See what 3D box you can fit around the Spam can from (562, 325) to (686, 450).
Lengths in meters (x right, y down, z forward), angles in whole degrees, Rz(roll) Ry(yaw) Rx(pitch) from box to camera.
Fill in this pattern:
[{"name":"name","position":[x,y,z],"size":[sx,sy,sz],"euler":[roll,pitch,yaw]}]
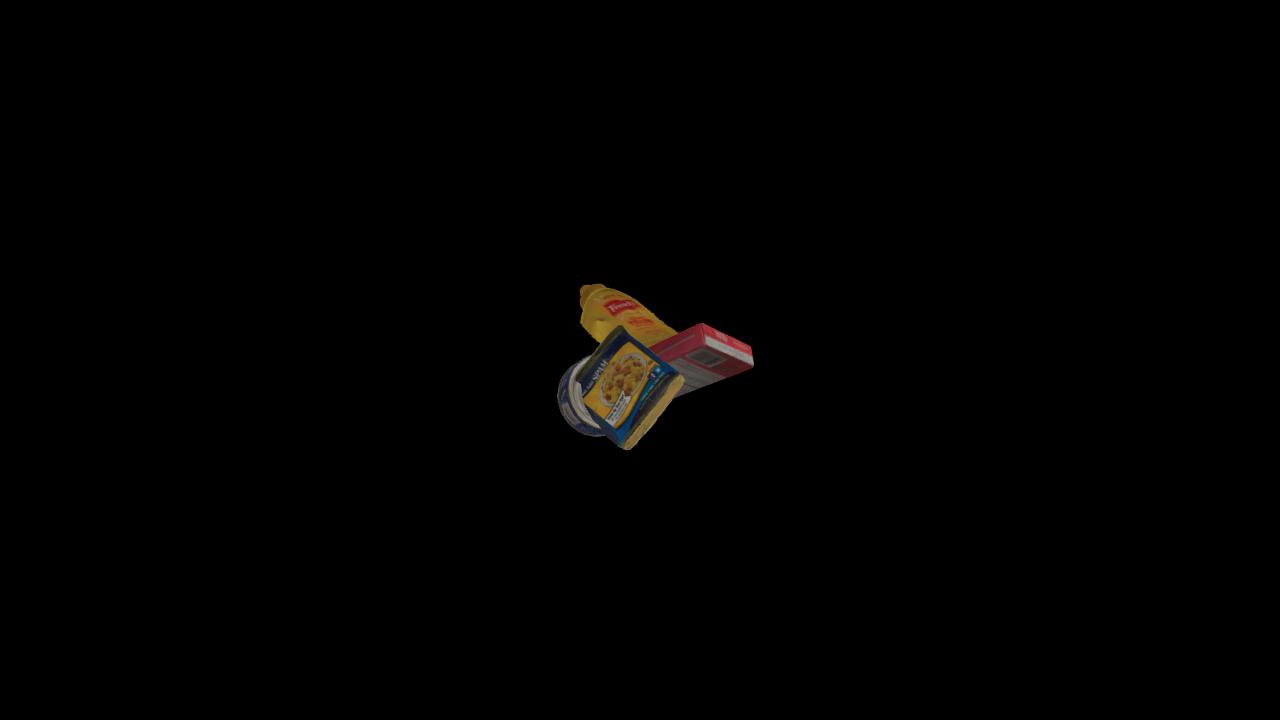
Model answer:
[{"name":"Spam can","position":[-0.016,0.030,0.637],"size":[0.085,0.101,0.058],"euler":[37,-2,16]}]

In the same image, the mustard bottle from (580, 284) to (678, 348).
[{"name":"mustard bottle","position":[-0.023,-0.044,0.756],"size":[0.092,0.054,0.184],"euler":[-15,41,-30]}]

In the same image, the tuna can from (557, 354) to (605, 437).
[{"name":"tuna can","position":[-0.042,0.036,0.643],"size":[0.084,0.084,0.034],"euler":[0,-15,-25]}]

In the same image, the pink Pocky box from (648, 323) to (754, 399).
[{"name":"pink Pocky box","position":[0.035,0.010,0.664],"size":[0.155,0.029,0.084],"euler":[-25,-33,39]}]
